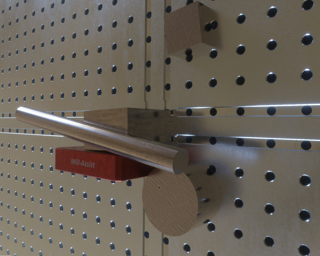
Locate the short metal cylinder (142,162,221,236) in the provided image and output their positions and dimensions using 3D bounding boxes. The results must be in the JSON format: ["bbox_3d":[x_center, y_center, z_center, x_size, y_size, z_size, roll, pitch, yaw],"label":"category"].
[{"bbox_3d":[0.025,0.082,0.371,0.080,0.050,0.079,0,90,39],"label":"short metal cylinder"}]

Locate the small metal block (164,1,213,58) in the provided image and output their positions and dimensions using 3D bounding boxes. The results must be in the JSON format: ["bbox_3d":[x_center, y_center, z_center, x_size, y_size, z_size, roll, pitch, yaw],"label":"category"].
[{"bbox_3d":[0.034,-0.119,0.380,0.050,0.025,0.050,-9,84,39],"label":"small metal block"}]

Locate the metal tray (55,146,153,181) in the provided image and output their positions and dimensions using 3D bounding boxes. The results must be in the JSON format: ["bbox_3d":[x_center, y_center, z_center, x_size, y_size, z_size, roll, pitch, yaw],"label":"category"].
[{"bbox_3d":[-0.068,0.043,0.420,0.130,0.091,0.030,2,92,39],"label":"metal tray"}]

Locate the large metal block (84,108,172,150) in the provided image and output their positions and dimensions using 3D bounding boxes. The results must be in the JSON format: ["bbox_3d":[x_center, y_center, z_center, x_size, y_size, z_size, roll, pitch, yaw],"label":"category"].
[{"bbox_3d":[-0.042,0.002,0.406,0.080,0.081,0.050,-1,89,39],"label":"large metal block"}]

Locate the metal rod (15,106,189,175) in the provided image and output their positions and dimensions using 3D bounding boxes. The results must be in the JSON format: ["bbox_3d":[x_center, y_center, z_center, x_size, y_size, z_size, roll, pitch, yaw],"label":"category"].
[{"bbox_3d":[-0.095,0.005,0.380,0.300,0.025,0.025,13,98,39],"label":"metal rod"}]
